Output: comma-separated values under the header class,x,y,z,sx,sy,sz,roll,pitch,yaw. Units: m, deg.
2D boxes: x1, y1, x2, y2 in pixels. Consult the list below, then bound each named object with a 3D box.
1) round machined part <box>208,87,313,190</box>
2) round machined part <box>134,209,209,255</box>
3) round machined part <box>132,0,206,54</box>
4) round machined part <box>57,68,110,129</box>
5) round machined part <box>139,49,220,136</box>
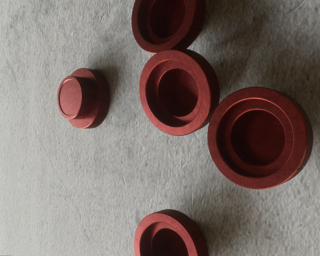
class,x,y,z,sx,sy,sz,roll,pitch,yaw
round machined part,0.101,0.009,0.310,0.098,0.042,0.097,0,90,39
round machined part,0.018,0.148,0.377,0.098,0.042,0.097,0,90,39
round machined part,0.015,-0.136,0.380,0.098,0.042,0.097,0,90,39
round machined part,-0.128,-0.048,0.497,0.098,0.042,0.097,0,90,39
round machined part,0.026,-0.043,0.361,0.098,0.042,0.097,13,111,36
